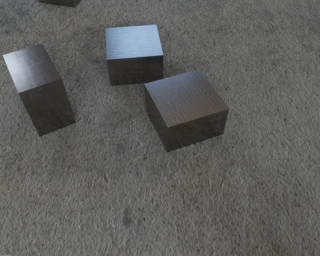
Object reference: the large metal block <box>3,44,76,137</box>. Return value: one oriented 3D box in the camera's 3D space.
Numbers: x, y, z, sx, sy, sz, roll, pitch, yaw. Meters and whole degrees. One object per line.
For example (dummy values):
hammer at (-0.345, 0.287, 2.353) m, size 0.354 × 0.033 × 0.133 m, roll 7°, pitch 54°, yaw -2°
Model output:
large metal block at (-0.157, -0.050, 0.408) m, size 0.050 × 0.080 × 0.080 m, roll -24°, pitch 54°, yaw -19°

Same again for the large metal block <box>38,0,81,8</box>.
large metal block at (-0.203, -0.293, 0.612) m, size 0.080 × 0.080 × 0.050 m, roll 11°, pitch 51°, yaw 9°

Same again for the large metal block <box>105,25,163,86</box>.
large metal block at (-0.040, -0.114, 0.483) m, size 0.081 × 0.050 × 0.080 m, roll -6°, pitch 50°, yaw -5°

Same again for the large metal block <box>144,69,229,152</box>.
large metal block at (0.032, -0.024, 0.408) m, size 0.081 × 0.050 × 0.080 m, roll -17°, pitch 52°, yaw -14°
